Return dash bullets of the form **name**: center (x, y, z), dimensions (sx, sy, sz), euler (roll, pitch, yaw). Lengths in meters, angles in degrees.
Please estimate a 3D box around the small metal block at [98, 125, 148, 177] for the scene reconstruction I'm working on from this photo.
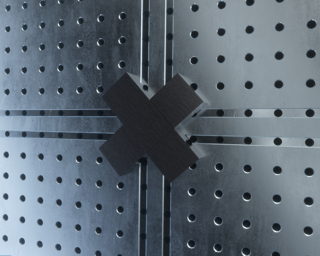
- **small metal block**: center (-0.047, 0.031, 0.428), dimensions (0.050, 0.025, 0.050), euler (-43, 77, 14)

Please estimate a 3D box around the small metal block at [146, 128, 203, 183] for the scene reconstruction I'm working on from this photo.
- **small metal block**: center (0.019, 0.035, 0.405), dimensions (0.050, 0.025, 0.050), euler (-42, 77, 14)

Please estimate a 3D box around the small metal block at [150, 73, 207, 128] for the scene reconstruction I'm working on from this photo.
- **small metal block**: center (0.024, -0.035, 0.403), dimensions (0.050, 0.025, 0.050), euler (-43, 77, 14)

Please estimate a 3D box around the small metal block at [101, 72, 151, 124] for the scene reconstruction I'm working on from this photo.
- **small metal block**: center (-0.043, -0.040, 0.427), dimensions (0.050, 0.025, 0.050), euler (-42, 77, 14)

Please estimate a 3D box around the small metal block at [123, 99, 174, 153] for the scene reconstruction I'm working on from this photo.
- **small metal block**: center (-0.012, -0.002, 0.415), dimensions (0.050, 0.025, 0.050), euler (-43, 77, 14)
